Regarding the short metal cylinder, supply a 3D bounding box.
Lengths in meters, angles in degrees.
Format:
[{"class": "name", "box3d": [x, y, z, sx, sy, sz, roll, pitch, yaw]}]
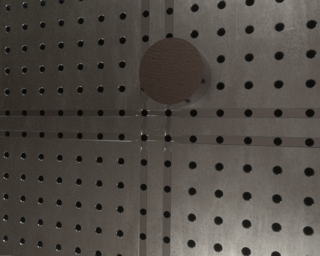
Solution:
[{"class": "short metal cylinder", "box3d": [0.020, -0.068, 0.391, 0.080, 0.050, 0.079, 0, 90, 19]}]
